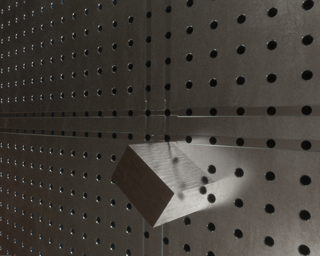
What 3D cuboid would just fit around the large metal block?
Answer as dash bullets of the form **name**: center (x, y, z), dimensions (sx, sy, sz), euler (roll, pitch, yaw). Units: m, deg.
- **large metal block**: center (0.004, 0.062, 0.369), dimensions (0.080, 0.081, 0.050), euler (43, 116, 31)
